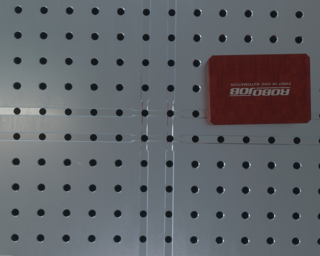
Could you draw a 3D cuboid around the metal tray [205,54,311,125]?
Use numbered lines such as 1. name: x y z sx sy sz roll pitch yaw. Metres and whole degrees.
1. metal tray: 0.128 -0.050 0.412 0.131 0.030 0.090 -1 90 0
